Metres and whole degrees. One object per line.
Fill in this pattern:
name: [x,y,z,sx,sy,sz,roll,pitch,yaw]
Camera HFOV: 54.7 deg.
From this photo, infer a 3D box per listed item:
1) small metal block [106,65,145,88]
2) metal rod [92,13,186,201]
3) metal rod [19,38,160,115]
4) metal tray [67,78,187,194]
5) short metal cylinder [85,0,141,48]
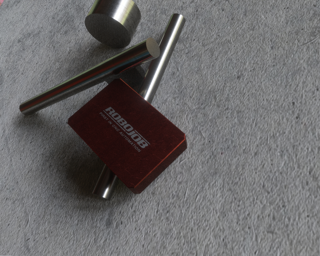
small metal block: [-0.056,-0.083,0.468,0.050,0.050,0.025,-22,54,15]
metal rod: [-0.023,-0.043,0.442,0.025,0.025,0.300,8,66,32]
metal rod: [-0.123,-0.065,0.460,0.300,0.025,0.025,-15,54,37]
metal tray: [-0.042,0.006,0.390,0.090,0.030,0.130,-43,66,-11]
short metal cylinder: [-0.078,-0.181,0.521,0.080,0.080,0.050,6,65,31]
